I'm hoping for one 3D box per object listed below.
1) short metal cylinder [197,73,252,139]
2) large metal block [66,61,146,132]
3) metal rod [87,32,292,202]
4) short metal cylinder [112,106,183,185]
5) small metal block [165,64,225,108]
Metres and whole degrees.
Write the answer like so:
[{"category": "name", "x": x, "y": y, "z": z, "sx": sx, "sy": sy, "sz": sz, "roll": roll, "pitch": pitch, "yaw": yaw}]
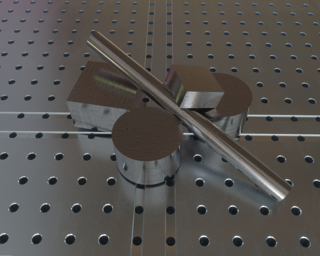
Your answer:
[{"category": "short metal cylinder", "x": 0.076, "y": -0.028, "z": 0.411, "sx": 0.081, "sy": 0.050, "sz": 0.080, "roll": 0, "pitch": 50, "yaw": 0}, {"category": "large metal block", "x": -0.068, "y": -0.042, "z": 0.419, "sx": 0.080, "sy": 0.050, "sz": 0.080, "roll": 9, "pitch": 51, "yaw": 7}, {"category": "metal rod", "x": 0.026, "y": -0.021, "z": 0.375, "sx": 0.300, "sy": 0.025, "sz": 0.025, "roll": 40, "pitch": 60, "yaw": 12}, {"category": "short metal cylinder", "x": -0.014, "y": 0.020, "z": 0.369, "sx": 0.081, "sy": 0.050, "sz": 0.080, "roll": 0, "pitch": 50, "yaw": 0}, {"category": "small metal block", "x": 0.041, "y": -0.050, "z": 0.371, "sx": 0.050, "sy": 0.025, "sz": 0.050, "roll": -2, "pitch": 47, "yaw": -25}]
